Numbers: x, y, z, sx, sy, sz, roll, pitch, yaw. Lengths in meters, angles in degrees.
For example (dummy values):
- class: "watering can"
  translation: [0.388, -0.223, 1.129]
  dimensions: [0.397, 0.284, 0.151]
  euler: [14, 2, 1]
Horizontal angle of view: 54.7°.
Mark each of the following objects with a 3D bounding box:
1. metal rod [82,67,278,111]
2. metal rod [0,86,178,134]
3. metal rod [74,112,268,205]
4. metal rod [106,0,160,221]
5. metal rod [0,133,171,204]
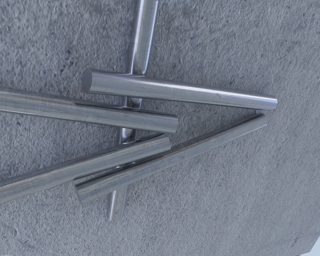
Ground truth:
- class: "metal rod"
  translation: [0.050, -0.043, 0.390]
  dimensions: [0.302, 0.025, 0.025]
  euler: [2, 118, -37]
- class: "metal rod"
  translation: [-0.118, -0.023, 0.312]
  dimensions: [0.302, 0.025, 0.025]
  euler: [8, 115, -26]
- class: "metal rod"
  translation: [0.032, 0.033, 0.428]
  dimensions: [0.302, 0.025, 0.025]
  euler: [-19, 127, -25]
- class: "metal rod"
  translation: [-0.039, -0.004, 0.386]
  dimensions: [0.025, 0.025, 0.298]
  euler: [-3, 120, -27]
- class: "metal rod"
  translation: [-0.132, 0.058, 0.355]
  dimensions: [0.302, 0.025, 0.025]
  euler: [-17, 126, -13]
